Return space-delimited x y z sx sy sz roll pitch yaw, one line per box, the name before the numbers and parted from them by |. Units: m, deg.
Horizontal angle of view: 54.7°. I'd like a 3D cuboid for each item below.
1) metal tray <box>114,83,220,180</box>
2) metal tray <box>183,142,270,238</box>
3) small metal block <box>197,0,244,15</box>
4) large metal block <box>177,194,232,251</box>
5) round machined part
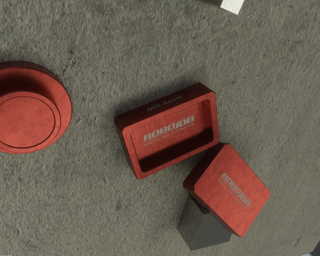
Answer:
metal tray | 0.014 0.004 0.413 0.131 0.030 0.089 -23 127 -14
metal tray | 0.106 0.095 0.479 0.130 0.030 0.090 47 72 -22
small metal block | 0.070 -0.155 0.333 0.025 0.050 0.050 9 114 -32
large metal block | 0.085 0.156 0.533 0.081 0.050 0.079 -1 119 -28
round machined part | -0.138 -0.014 0.312 0.099 0.042 0.097 -14 124 -21
